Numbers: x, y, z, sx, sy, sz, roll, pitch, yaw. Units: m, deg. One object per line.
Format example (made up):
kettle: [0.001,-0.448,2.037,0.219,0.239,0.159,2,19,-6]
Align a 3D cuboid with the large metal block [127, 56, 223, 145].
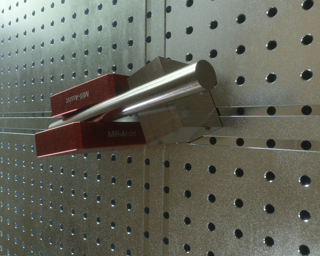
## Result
large metal block: [0.018,-0.028,0.356,0.050,0.081,0.080,-28,73,36]

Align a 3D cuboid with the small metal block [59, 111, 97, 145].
small metal block: [-0.132,0.000,0.498,0.025,0.050,0.050,-11,83,39]

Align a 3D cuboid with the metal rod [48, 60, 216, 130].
metal rod: [-0.060,-0.020,0.359,0.299,0.025,0.025,-13,82,48]

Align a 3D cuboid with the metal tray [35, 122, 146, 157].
metal tray: [-0.080,0.014,0.404,0.090,0.131,0.030,-12,83,39]

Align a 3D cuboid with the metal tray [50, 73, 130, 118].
metal tray: [-0.076,-0.039,0.426,0.130,0.091,0.030,-11,84,39]
